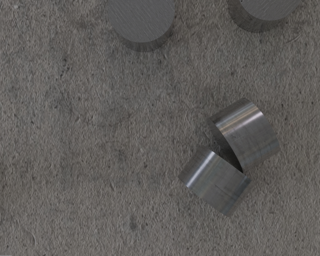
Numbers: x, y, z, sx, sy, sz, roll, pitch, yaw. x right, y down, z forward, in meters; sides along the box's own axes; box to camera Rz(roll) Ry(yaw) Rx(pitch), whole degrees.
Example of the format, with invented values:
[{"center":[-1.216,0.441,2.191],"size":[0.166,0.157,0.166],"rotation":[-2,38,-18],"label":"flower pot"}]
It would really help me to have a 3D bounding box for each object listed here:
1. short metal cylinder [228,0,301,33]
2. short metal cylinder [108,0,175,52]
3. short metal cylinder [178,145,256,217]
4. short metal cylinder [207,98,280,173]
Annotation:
[{"center":[0.133,-0.170,0.398],"size":[0.081,0.050,0.080],"rotation":[0,90,0],"label":"short metal cylinder"},{"center":[-0.022,-0.143,0.397],"size":[0.081,0.050,0.080],"rotation":[0,90,0],"label":"short metal cylinder"},{"center":[0.069,0.064,0.383],"size":[0.080,0.080,0.050],"rotation":[37,90,0],"label":"short metal cylinder"},{"center":[0.101,0.009,0.383],"size":[0.050,0.080,0.080],"rotation":[-31,90,0],"label":"short metal cylinder"}]
